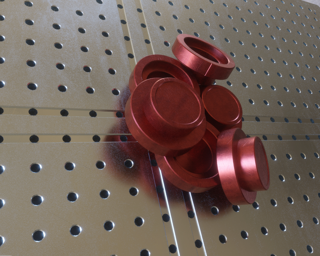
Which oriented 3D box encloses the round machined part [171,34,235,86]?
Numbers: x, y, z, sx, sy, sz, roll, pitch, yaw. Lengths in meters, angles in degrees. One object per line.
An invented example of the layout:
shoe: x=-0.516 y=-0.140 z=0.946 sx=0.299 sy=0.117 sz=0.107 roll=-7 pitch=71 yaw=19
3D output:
round machined part: x=0.062 y=-0.101 z=0.477 sx=0.099 sy=0.042 sz=0.098 roll=20 pitch=32 yaw=-13

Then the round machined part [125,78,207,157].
round machined part: x=0.013 y=-0.019 z=0.361 sx=0.099 sy=0.042 sz=0.098 roll=13 pitch=56 yaw=-21

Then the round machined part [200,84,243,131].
round machined part: x=0.081 y=-0.024 z=0.455 sx=0.099 sy=0.042 sz=0.098 roll=13 pitch=56 yaw=-21

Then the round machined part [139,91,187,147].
round machined part: x=0.007 y=-0.012 z=0.407 sx=0.099 sy=0.042 sz=0.098 roll=13 pitch=56 yaw=-21

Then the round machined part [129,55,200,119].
round machined part: x=0.003 y=-0.050 z=0.429 sx=0.099 sy=0.042 sz=0.098 roll=13 pitch=56 yaw=-21

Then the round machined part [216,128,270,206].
round machined part: x=0.110 y=0.047 z=0.395 sx=0.098 sy=0.042 sz=0.098 roll=32 pitch=52 yaw=-52

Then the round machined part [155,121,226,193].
round machined part: x=0.037 y=0.036 z=0.395 sx=0.099 sy=0.042 sz=0.098 roll=13 pitch=56 yaw=-21
